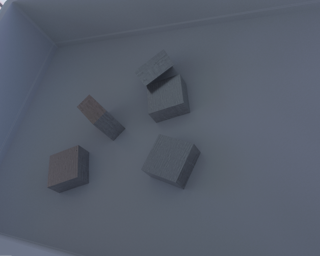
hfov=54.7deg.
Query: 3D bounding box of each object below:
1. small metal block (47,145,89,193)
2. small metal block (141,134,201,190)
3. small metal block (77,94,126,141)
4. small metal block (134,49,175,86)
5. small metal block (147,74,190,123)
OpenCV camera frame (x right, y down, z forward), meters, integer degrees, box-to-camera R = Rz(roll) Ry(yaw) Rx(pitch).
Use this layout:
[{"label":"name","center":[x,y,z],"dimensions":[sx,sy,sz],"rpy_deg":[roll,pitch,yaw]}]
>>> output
[{"label":"small metal block","center":[-0.129,0.058,0.438],"dimensions":[0.050,0.025,0.050],"rpy_deg":[-20,54,16]},{"label":"small metal block","center":[0.014,0.040,0.374],"dimensions":[0.050,0.025,0.050],"rpy_deg":[15,69,34]},{"label":"small metal block","center":[-0.084,-0.014,0.443],"dimensions":[0.025,0.050,0.050],"rpy_deg":[-46,51,-4]},{"label":"small metal block","center":[-0.008,-0.085,0.444],"dimensions":[0.050,0.025,0.050],"rpy_deg":[-36,7,4]},{"label":"small metal block","center":[0.011,-0.040,0.425],"dimensions":[0.050,0.025,0.050],"rpy_deg":[-17,55,18]}]
